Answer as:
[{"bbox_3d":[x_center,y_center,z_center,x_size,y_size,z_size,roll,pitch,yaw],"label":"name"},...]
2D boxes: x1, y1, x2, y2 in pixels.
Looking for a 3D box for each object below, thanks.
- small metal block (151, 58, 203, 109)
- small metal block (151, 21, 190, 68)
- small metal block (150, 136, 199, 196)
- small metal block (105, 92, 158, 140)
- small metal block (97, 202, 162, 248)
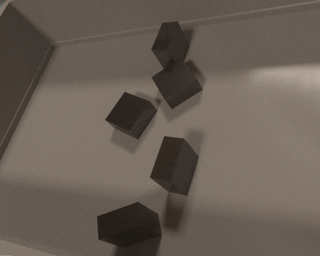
[{"bbox_3d":[0.023,-0.062,0.431,0.050,0.025,0.050,-33,52,6],"label":"small metal block"},{"bbox_3d":[0.017,-0.118,0.452,0.025,0.050,0.050,6,65,31],"label":"small metal block"},{"bbox_3d":[0.018,0.044,0.352,0.025,0.050,0.050,6,65,31],"label":"small metal block"},{"bbox_3d":[-0.040,-0.018,0.436,0.050,0.025,0.050,23,74,36],"label":"small metal block"},{"bbox_3d":[-0.033,0.108,0.340,0.050,0.050,0.025,-23,54,14],"label":"small metal block"}]
